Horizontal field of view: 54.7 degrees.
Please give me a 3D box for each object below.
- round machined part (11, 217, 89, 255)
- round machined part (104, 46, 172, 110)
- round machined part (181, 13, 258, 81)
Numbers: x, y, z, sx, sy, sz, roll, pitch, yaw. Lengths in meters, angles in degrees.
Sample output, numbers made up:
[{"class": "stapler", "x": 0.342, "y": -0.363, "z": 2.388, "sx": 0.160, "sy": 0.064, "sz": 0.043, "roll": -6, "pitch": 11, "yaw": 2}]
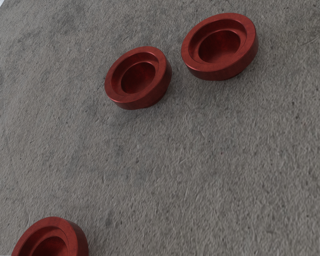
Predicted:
[{"class": "round machined part", "x": -0.124, "y": 0.158, "z": 0.362, "sx": 0.098, "sy": 0.042, "sz": 0.098, "roll": -13, "pitch": 56, "yaw": 21}, {"class": "round machined part", "x": -0.027, "y": -0.067, "z": 0.449, "sx": 0.098, "sy": 0.042, "sz": 0.098, "roll": -13, "pitch": 56, "yaw": 21}, {"class": "round machined part", "x": 0.081, "y": -0.102, "z": 0.413, "sx": 0.098, "sy": 0.042, "sz": 0.098, "roll": -13, "pitch": 56, "yaw": 21}]
